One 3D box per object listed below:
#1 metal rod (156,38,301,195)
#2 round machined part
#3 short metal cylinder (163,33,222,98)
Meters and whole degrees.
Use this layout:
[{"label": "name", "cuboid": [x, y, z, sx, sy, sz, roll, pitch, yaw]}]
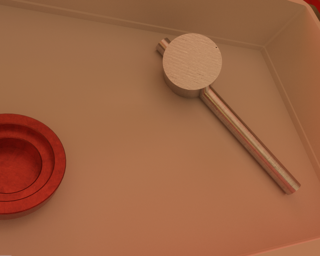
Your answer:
[{"label": "metal rod", "cuboid": [0.101, -0.021, 0.474, 0.300, 0.025, 0.025, 49, 51, 6]}, {"label": "round machined part", "cuboid": [-0.144, 0.038, 0.294, 0.099, 0.042, 0.098, 14, 56, -21]}, {"label": "short metal cylinder", "cuboid": [0.045, -0.088, 0.445, 0.081, 0.050, 0.080, 0, 83, 1]}]
